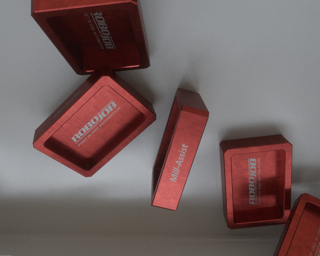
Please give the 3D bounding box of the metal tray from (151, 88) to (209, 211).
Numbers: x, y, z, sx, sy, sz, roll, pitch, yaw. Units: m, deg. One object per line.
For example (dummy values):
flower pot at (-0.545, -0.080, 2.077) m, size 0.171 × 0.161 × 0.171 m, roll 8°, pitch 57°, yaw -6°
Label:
metal tray at (0.020, 0.024, 0.385) m, size 0.030 × 0.090 × 0.129 m, roll 14°, pitch 109°, yaw -6°

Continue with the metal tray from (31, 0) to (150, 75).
metal tray at (-0.062, -0.098, 0.321) m, size 0.091 × 0.130 × 0.030 m, roll -6°, pitch 76°, yaw 2°

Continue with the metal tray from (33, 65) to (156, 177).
metal tray at (-0.081, -0.004, 0.391) m, size 0.130 × 0.030 × 0.090 m, roll -41°, pitch 124°, yaw 14°

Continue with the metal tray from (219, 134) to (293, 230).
metal tray at (0.135, 0.078, 0.439) m, size 0.091 × 0.030 × 0.129 m, roll -7°, pitch 110°, yaw 2°

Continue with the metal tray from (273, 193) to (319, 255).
metal tray at (0.199, 0.159, 0.390) m, size 0.090 × 0.130 × 0.030 m, roll 26°, pitch 152°, yaw 19°
